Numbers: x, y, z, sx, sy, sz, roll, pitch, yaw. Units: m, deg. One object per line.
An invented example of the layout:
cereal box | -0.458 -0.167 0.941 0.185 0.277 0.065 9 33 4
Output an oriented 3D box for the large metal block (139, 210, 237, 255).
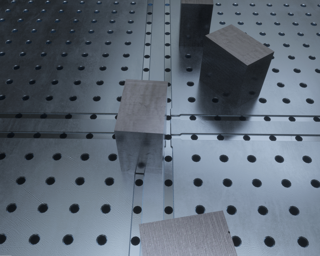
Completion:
large metal block | 0.027 0.129 0.283 0.081 0.050 0.080 -7 51 -7

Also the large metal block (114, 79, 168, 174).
large metal block | -0.019 -0.001 0.372 0.050 0.080 0.080 4 50 3

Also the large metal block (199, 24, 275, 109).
large metal block | 0.106 -0.089 0.448 0.050 0.080 0.080 -29 56 -22

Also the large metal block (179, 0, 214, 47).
large metal block | 0.061 -0.199 0.540 0.050 0.080 0.080 2 50 2
